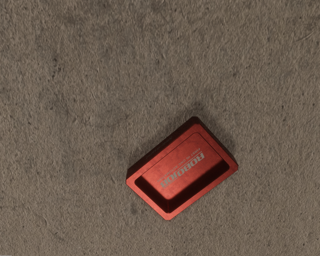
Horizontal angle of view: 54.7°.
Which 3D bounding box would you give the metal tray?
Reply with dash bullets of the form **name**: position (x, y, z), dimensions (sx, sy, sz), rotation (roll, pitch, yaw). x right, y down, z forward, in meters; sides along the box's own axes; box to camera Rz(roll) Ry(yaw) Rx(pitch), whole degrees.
- **metal tray**: position (0.029, 0.058, 0.428), dimensions (0.130, 0.030, 0.090), rotation (-40, 106, 13)
